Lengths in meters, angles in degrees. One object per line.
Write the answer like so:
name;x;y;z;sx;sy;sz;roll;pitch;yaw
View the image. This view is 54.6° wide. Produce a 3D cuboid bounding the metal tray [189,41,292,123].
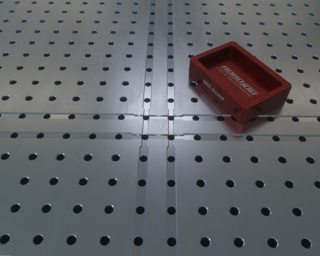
metal tray;0.116;-0.074;0.467;0.091;0.030;0.130;-25;55;-20
